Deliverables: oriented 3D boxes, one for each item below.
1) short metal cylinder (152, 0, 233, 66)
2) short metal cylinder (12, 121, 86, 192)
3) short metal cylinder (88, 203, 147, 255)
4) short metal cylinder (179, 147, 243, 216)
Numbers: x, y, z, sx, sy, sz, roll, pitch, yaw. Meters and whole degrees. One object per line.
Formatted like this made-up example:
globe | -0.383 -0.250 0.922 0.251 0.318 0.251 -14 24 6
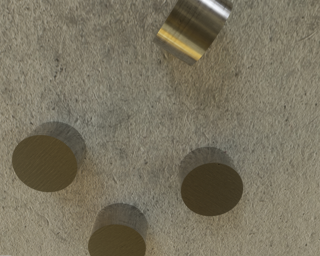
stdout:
short metal cylinder | 0.034 -0.115 0.338 0.050 0.080 0.080 31 107 -11
short metal cylinder | -0.143 0.037 0.409 0.081 0.050 0.079 0 110 0
short metal cylinder | -0.060 0.158 0.454 0.081 0.050 0.079 0 110 0
short metal cylinder | 0.067 0.072 0.423 0.081 0.050 0.079 0 110 0
